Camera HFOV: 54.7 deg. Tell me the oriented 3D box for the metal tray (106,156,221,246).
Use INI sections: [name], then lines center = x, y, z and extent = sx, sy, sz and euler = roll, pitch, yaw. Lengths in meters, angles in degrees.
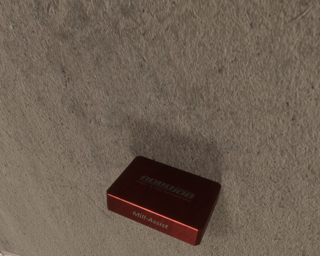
[metal tray]
center = 0.006, 0.092, 0.416
extent = 0.130, 0.090, 0.030
euler = 17, 125, 18
